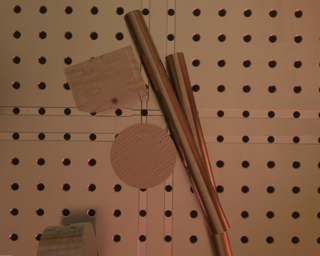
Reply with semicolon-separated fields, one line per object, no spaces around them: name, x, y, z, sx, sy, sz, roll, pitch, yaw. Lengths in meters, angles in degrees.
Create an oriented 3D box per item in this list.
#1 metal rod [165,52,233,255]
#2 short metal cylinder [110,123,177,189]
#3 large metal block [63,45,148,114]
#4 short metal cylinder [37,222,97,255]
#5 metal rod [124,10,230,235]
metal rod;0.054;0.048;0.413;0.025;0.025;0.298;-14;90;0
short metal cylinder;-0.020;0.034;0.401;0.081;0.050;0.079;0;90;0
large metal block;-0.062;-0.056;0.385;0.080;0.080;0.050;-20;90;0
short metal cylinder;-0.112;0.161;0.385;0.050;0.080;0.080;-6;90;0
metal rod;0.019;-0.012;0.396;0.025;0.025;0.299;-22;83;0
